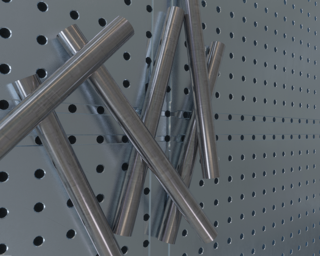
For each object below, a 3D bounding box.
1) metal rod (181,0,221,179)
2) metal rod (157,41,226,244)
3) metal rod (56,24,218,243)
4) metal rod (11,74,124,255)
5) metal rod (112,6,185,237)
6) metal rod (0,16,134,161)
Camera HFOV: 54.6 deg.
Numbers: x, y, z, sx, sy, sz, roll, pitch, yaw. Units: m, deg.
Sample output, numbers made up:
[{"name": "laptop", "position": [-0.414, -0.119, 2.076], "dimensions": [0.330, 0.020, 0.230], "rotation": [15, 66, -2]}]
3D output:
[{"name": "metal rod", "position": [0.054, -0.081, 0.431], "dimensions": [0.025, 0.025, 0.299], "rotation": [-4, 86, -40]}, {"name": "metal rod", "position": [0.049, 0.012, 0.448], "dimensions": [0.025, 0.025, 0.299], "rotation": [26, 74, -37]}, {"name": "metal rod", "position": [-0.018, 0.018, 0.362], "dimensions": [0.025, 0.025, 0.299], "rotation": [-43, 106, -32]}, {"name": "metal rod", "position": [-0.080, 0.086, 0.341], "dimensions": [0.025, 0.025, 0.299], "rotation": [-33, 110, -35]}, {"name": "metal rod", "position": [-0.012, -0.017, 0.397], "dimensions": [0.025, 0.025, 0.299], "rotation": [22, 76, -38]}, {"name": "metal rod", "position": [-0.130, 0.001, 0.272], "dimensions": [0.301, 0.025, 0.025], "rotation": [-49, 119, -19]}]
